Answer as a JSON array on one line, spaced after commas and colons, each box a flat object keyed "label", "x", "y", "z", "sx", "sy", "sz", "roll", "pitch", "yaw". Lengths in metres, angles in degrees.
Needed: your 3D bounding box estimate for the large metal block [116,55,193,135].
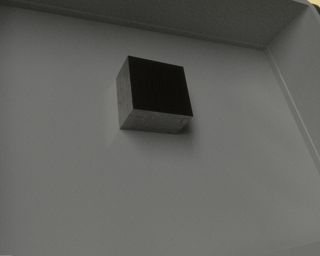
[{"label": "large metal block", "x": -0.010, "y": -0.041, "z": 0.409, "sx": 0.081, "sy": 0.050, "sz": 0.080, "roll": 6, "pitch": 59, "yaw": -25}]
